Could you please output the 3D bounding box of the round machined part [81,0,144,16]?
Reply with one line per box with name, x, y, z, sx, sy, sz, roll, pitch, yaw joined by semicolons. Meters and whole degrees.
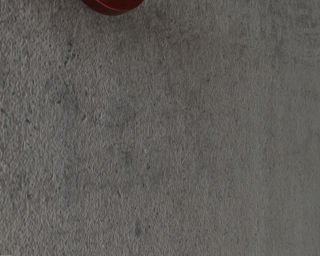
round machined part;-0.062;-0.173;0.342;0.099;0.042;0.097;0;91;-41
